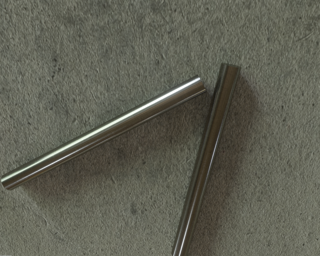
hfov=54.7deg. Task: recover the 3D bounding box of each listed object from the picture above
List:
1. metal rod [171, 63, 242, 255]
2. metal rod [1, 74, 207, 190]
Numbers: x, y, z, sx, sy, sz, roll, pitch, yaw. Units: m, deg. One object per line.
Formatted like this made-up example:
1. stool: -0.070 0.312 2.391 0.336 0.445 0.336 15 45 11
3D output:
1. metal rod: 0.059 0.060 0.432 0.025 0.025 0.298 10 110 -4
2. metal rod: -0.080 0.010 0.412 0.301 0.025 0.025 -26 108 9
